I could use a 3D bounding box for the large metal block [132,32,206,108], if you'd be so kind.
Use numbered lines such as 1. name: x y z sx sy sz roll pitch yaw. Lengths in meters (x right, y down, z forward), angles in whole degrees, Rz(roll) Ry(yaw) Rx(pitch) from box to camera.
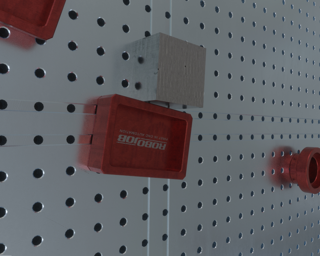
1. large metal block: 0.012 -0.069 0.404 0.081 0.050 0.080 5 87 -40

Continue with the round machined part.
1. round machined part: 0.315 0.089 0.663 0.099 0.042 0.097 0 90 -40

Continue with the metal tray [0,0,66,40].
1. metal tray: -0.146 -0.144 0.267 0.131 0.030 0.090 18 94 -39

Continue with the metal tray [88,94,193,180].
1. metal tray: -0.019 0.015 0.390 0.131 0.030 0.090 12 82 -39
